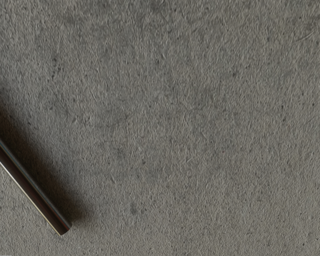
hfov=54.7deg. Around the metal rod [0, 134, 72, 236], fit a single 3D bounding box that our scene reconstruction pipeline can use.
[{"bbox_3d":[-0.215,0.030,0.417,0.025,0.025,0.299,-28,108,9],"label":"metal rod"}]
